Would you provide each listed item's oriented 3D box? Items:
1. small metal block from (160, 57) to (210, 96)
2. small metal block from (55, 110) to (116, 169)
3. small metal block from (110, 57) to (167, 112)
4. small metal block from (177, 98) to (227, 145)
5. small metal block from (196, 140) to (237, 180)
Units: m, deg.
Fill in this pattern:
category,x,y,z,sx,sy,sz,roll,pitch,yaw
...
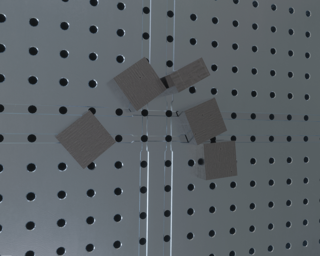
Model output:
category,x,y,z,sx,sy,sz,roll,pitch,yaw
small metal block,0.030,-0.067,0.410,0.050,0.050,0.025,-31,100,-17
small metal block,-0.091,0.014,0.379,0.050,0.025,0.050,-41,103,-15
small metal block,-0.028,-0.056,0.402,0.050,0.025,0.050,-38,102,-16
small metal block,0.059,-0.009,0.434,0.050,0.025,0.050,-24,98,-18
small metal block,0.080,0.045,0.442,0.050,0.025,0.050,-5,92,-20
